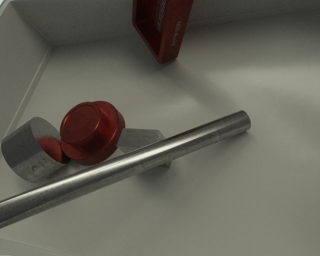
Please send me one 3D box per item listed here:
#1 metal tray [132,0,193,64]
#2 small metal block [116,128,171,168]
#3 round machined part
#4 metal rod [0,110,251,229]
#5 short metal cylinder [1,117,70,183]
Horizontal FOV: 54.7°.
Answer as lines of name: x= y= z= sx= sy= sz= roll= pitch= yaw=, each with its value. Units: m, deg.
metal tray: x=-0.001 y=-0.160 z=0.420 sx=0.030 sy=0.129 sz=0.090 roll=-27 pitch=72 yaw=-17
small metal block: x=-0.017 y=0.025 z=0.381 sx=0.050 sy=0.050 sz=0.025 roll=3 pitch=60 yaw=29
round machined part: x=-0.103 y=0.001 z=0.446 sx=0.098 sy=0.042 sz=0.098 roll=-13 pitch=56 yaw=20
metal rod: x=-0.039 y=0.041 z=0.324 sx=0.302 sy=0.025 sz=0.025 roll=-20 pitch=50 yaw=-14
short metal cylinder: x=-0.174 y=0.031 z=0.440 sx=0.050 sy=0.080 sz=0.080 roll=-34 pitch=52 yaw=6
